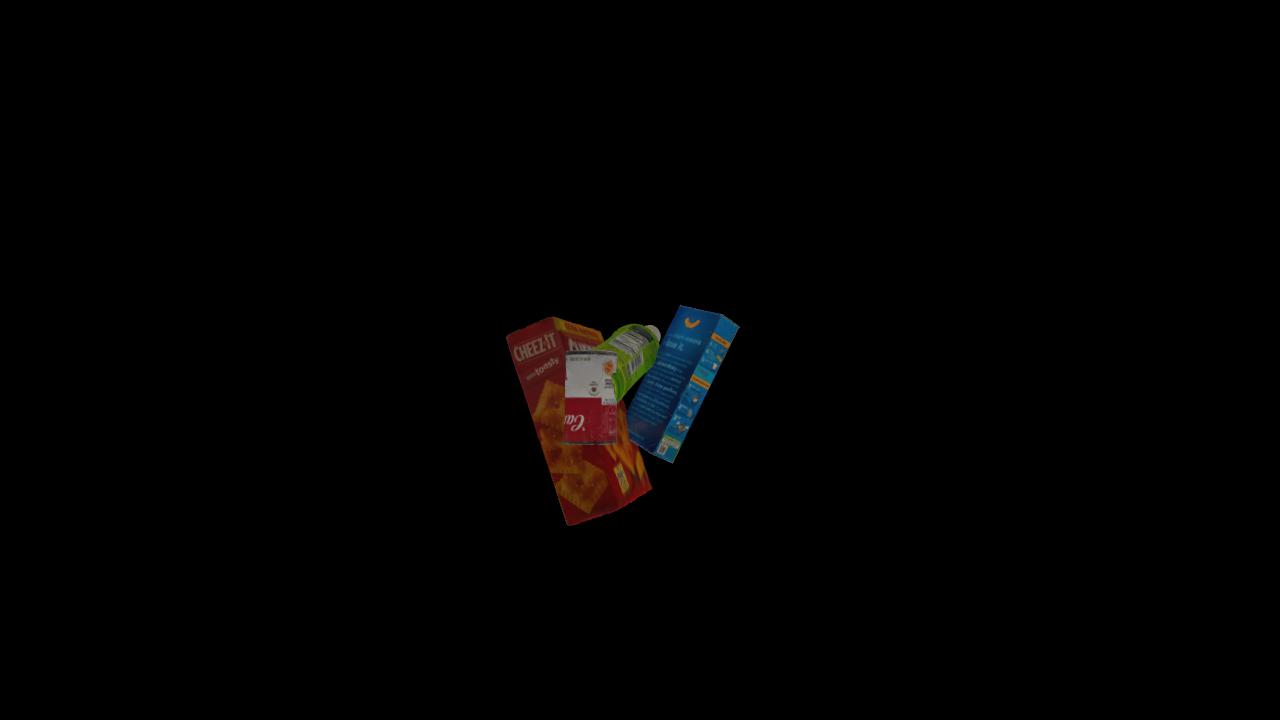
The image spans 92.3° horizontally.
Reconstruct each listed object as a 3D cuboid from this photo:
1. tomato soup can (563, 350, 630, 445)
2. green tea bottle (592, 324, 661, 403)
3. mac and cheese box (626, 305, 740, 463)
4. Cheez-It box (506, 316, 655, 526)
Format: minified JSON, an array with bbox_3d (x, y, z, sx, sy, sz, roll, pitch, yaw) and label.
[{"bbox_3d":[-0.058,0.041,0.678,0.068,0.101,0.068,1,-4,0],"label":"tomato soup can"},{"bbox_3d":[-0.020,-0.001,0.765,0.073,0.073,0.212,0,18,24],"label":"green tea bottle"},{"bbox_3d":[0.045,0.026,0.762,0.041,0.184,0.093,29,-4,-32],"label":"mac and cheese box"},{"bbox_3d":[-0.065,0.069,0.733,0.071,0.223,0.166,-21,-9,11],"label":"Cheez-It box"}]
